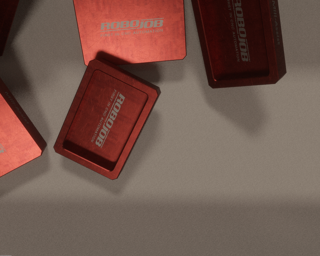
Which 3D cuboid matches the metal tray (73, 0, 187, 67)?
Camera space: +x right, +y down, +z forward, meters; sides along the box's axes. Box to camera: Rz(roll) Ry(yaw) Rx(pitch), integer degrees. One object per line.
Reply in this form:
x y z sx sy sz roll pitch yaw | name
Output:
-0.035 -0.129 0.392 0.131 0.030 0.089 -5 114 -1 | metal tray

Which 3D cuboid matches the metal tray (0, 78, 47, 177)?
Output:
-0.218 -0.004 0.386 0.090 0.030 0.130 -29 109 -1 | metal tray

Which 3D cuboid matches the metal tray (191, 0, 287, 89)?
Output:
0.092 -0.115 0.365 0.090 0.030 0.129 1 114 39 | metal tray

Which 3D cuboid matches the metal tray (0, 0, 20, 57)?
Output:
-0.213 -0.140 0.344 0.091 0.129 0.030 8 57 -34 | metal tray

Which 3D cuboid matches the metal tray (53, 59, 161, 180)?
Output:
-0.067 -0.010 0.391 0.090 0.030 0.129 27 105 -1 | metal tray
